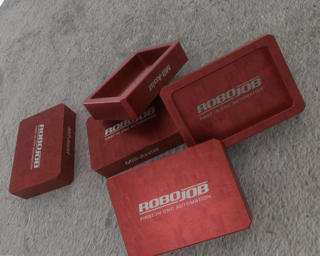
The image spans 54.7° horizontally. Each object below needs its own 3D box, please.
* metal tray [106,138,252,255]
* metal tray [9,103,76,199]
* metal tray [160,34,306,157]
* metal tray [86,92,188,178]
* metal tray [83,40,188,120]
[{"bbox_3d":[0.018,0.074,0.323,0.130,0.030,0.090,-22,79,14],"label":"metal tray"},{"bbox_3d":[-0.176,0.033,0.473,0.090,0.030,0.130,-20,54,16],"label":"metal tray"},{"bbox_3d":[0.077,-0.032,0.340,0.130,0.090,0.030,-27,9,8],"label":"metal tray"},{"bbox_3d":[-0.034,0.001,0.418,0.130,0.030,0.090,-26,53,12],"label":"metal tray"},{"bbox_3d":[-0.032,-0.064,0.418,0.090,0.030,0.130,2,44,45],"label":"metal tray"}]
